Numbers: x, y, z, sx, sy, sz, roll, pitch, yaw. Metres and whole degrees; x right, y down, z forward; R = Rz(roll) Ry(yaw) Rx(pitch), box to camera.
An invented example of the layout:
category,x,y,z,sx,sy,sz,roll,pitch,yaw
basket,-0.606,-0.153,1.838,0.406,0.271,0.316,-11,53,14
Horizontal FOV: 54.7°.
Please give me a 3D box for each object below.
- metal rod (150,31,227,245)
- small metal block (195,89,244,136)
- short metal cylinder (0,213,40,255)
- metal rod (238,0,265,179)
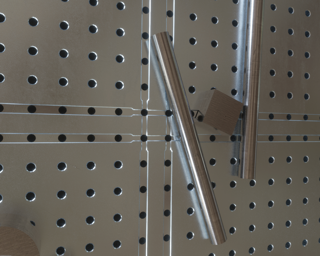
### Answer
category,x,y,z,sx,sy,sz,roll,pitch,yaw
metal rod,0.041,0.018,0.427,0.025,0.025,0.298,-19,96,-19
small metal block,0.085,-0.022,0.444,0.050,0.025,0.050,24,82,-19
short metal cylinder,-0.173,0.139,0.336,0.081,0.050,0.080,0,90,-20
metal rod,0.137,-0.075,0.462,0.025,0.025,0.298,4,89,-20
